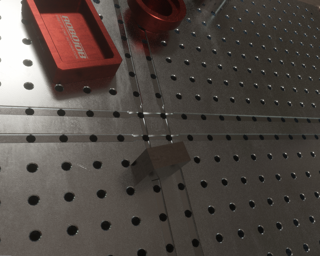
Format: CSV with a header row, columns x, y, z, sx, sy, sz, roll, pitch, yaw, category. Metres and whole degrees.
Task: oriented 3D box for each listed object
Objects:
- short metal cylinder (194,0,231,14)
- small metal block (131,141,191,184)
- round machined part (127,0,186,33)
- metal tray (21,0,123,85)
x,y,z,sx,sy,sz,roll,pitch,yaw,category
0.110,-0.280,0.625,0.081,0.050,0.080,14,56,-21,short metal cylinder
0.000,0.041,0.368,0.050,0.050,0.025,-9,67,-32,small metal block
-0.009,-0.199,0.515,0.099,0.042,0.098,14,56,-21,round machined part
-0.119,-0.125,0.418,0.091,0.030,0.130,-17,71,-35,metal tray
